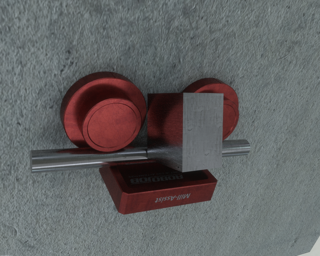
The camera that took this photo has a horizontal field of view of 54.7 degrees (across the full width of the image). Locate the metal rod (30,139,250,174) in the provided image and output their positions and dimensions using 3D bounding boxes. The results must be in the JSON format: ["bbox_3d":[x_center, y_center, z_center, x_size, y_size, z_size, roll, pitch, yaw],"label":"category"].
[{"bbox_3d":[-0.004,0.033,0.401,0.303,0.025,0.025,-1,119,-28],"label":"metal rod"}]

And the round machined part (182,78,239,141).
[{"bbox_3d":[0.069,-0.016,0.426,0.099,0.042,0.097,-14,125,-21],"label":"round machined part"}]

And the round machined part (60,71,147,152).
[{"bbox_3d":[-0.060,-0.012,0.356,0.099,0.042,0.097,-14,125,-21],"label":"round machined part"}]

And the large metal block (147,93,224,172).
[{"bbox_3d":[0.026,0.000,0.354,0.050,0.080,0.079,-2,96,-28],"label":"large metal block"}]

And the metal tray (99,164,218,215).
[{"bbox_3d":[-0.003,0.062,0.404,0.131,0.090,0.030,-1,119,-28],"label":"metal tray"}]
